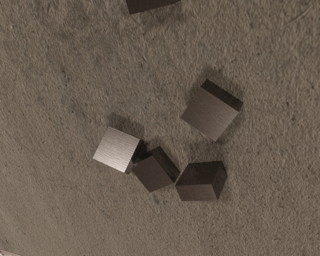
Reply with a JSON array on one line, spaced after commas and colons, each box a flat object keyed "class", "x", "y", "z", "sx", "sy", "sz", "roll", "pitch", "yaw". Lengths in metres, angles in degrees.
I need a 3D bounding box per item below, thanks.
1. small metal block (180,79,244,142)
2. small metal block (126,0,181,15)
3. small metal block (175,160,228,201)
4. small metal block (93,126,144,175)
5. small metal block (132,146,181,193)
[{"class": "small metal block", "x": 0.060, "y": -0.020, "z": 0.362, "sx": 0.050, "sy": 0.025, "sz": 0.050, "roll": 35, "pitch": 129, "yaw": 5}, {"class": "small metal block", "x": -0.012, "y": -0.150, "z": 0.319, "sx": 0.050, "sy": 0.025, "sz": 0.050, "roll": -2, "pitch": 118, "yaw": 29}, {"class": "small metal block", "x": 0.055, "y": 0.069, "z": 0.403, "sx": 0.050, "sy": 0.050, "sz": 0.025, "roll": -9, "pitch": 114, "yaw": 32}, {"class": "small metal block", "x": -0.058, "y": 0.032, "z": 0.437, "sx": 0.050, "sy": 0.050, "sz": 0.025, "roll": 22, "pitch": 170, "yaw": 14}, {"class": "small metal block", "x": -0.008, "y": 0.060, "z": 0.447, "sx": 0.050, "sy": 0.025, "sz": 0.050, "roll": -30, "pitch": 103, "yaw": 37}]
